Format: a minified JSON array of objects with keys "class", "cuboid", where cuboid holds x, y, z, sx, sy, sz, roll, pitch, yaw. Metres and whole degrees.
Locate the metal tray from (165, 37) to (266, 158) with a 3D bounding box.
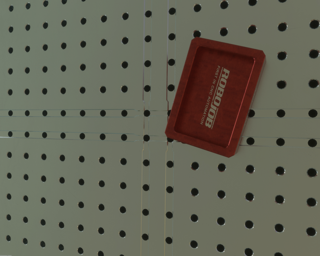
[{"class":"metal tray","cuboid":[0.068,-0.038,0.386,0.090,0.030,0.129,18,96,19]}]
